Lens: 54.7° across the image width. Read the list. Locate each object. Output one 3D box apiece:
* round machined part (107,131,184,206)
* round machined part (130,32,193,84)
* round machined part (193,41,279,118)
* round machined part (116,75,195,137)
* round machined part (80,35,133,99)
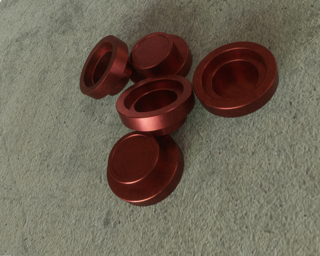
[{"bbox_3d":[-0.024,0.042,0.379,0.098,0.042,0.098,-13,56,20],"label":"round machined part"},{"bbox_3d":[-0.005,-0.103,0.458,0.098,0.042,0.098,-13,56,20],"label":"round machined part"},{"bbox_3d":[0.093,-0.054,0.378,0.098,0.042,0.098,-13,56,20],"label":"round machined part"},{"bbox_3d":[-0.003,-0.026,0.397,0.098,0.042,0.098,-12,35,9],"label":"round machined part"},{"bbox_3d":[-0.078,-0.088,0.474,0.098,0.042,0.098,-27,51,39],"label":"round machined part"}]
